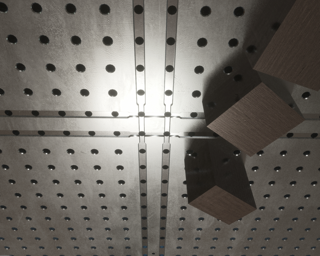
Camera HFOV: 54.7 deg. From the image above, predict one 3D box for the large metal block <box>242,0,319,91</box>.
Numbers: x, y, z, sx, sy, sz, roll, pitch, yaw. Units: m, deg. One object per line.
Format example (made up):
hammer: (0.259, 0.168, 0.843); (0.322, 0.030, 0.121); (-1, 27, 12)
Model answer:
large metal block: (0.145, -0.094, 0.318); (0.081, 0.050, 0.079); (15, 128, -13)

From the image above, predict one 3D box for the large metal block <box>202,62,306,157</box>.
large metal block: (0.111, -0.022, 0.379); (0.080, 0.050, 0.080); (33, 123, -25)

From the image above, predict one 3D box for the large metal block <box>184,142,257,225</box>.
large metal block: (0.084, 0.079, 0.445); (0.080, 0.080, 0.050); (32, 123, -25)
